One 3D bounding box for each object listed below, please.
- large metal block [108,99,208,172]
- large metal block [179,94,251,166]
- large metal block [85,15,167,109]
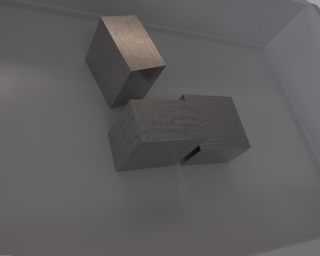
[{"bbox_3d":[-0.006,0.010,0.361,0.081,0.080,0.050,-2,63,-29],"label":"large metal block"},{"bbox_3d":[0.064,0.003,0.422,0.081,0.050,0.080,0,62,-28],"label":"large metal block"},{"bbox_3d":[-0.047,-0.083,0.396,0.050,0.080,0.080,-18,72,-35],"label":"large metal block"}]
